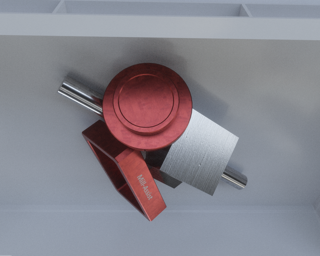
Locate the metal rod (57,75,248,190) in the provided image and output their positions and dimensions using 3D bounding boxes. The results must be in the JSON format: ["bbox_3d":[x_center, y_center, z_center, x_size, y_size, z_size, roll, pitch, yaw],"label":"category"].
[{"bbox_3d":[0.006,0.016,0.421,0.301,0.025,0.025,29,124,-23],"label":"metal rod"}]

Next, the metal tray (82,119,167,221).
[{"bbox_3d":[-0.046,0.058,0.415,0.030,0.090,0.129,-39,132,-21],"label":"metal tray"}]

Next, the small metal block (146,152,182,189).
[{"bbox_3d":[0.008,0.049,0.432,0.050,0.050,0.025,31,123,-24],"label":"small metal block"}]

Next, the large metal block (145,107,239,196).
[{"bbox_3d":[0.039,0.028,0.389,0.080,0.050,0.080,30,81,-23],"label":"large metal block"}]

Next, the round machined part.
[{"bbox_3d":[-0.014,-0.025,0.335,0.099,0.097,0.042,-1,171,0],"label":"round machined part"}]
